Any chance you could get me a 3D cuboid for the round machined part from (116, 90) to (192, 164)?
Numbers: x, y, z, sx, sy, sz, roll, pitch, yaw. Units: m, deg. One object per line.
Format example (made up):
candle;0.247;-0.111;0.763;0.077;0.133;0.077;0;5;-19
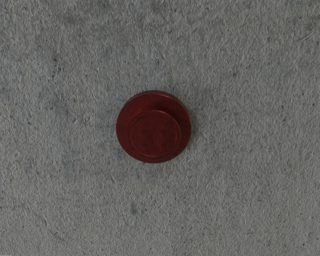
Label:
round machined part;-0.008;0.003;0.403;0.099;0.042;0.097;0;110;-1
